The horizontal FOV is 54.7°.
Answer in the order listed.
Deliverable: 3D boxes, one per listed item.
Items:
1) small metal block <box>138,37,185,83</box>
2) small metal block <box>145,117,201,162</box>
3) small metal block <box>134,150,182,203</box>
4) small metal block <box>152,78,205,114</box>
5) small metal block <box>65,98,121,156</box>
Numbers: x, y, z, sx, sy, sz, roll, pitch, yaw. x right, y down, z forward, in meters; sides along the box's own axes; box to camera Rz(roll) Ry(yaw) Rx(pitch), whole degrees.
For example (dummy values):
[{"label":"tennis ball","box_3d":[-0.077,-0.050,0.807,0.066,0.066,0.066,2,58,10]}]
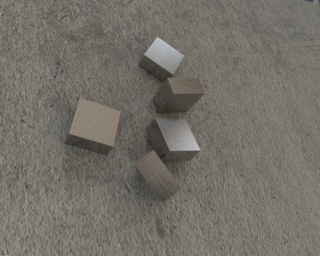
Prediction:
[{"label":"small metal block","box_3d":[0.002,-0.102,0.467,0.050,0.025,0.050,34,51,-6]},{"label":"small metal block","box_3d":[0.016,0.015,0.393,0.050,0.025,0.050,2,51,-38]},{"label":"small metal block","box_3d":[-0.003,0.055,0.349,0.025,0.050,0.050,-36,81,-8]},{"label":"small metal block","box_3d":[0.025,-0.044,0.428,0.050,0.050,0.025,-5,64,-30]},{"label":"small metal block","box_3d":[-0.078,-0.001,0.362,0.050,0.025,0.050,18,55,-18]}]
